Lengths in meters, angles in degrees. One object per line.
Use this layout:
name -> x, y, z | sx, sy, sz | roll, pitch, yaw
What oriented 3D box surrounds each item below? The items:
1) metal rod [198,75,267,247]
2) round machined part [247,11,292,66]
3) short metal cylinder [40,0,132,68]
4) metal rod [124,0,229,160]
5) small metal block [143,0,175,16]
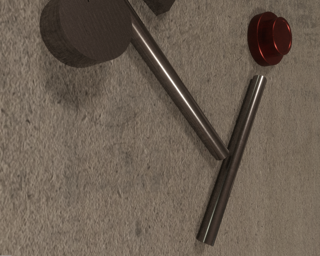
metal rod -> 0.124, 0.042, 0.511 | 0.025, 0.025, 0.300 | 36, 68, -35
round machined part -> 0.208, -0.165, 0.571 | 0.099, 0.042, 0.097 | 0, 90, -40
short metal cylinder -> -0.077, -0.107, 0.325 | 0.081, 0.050, 0.079 | 0, 90, -40
metal rod -> 0.016, -0.062, 0.419 | 0.300, 0.025, 0.025 | 52, 60, -28
small metal block -> -0.002, -0.186, 0.405 | 0.050, 0.025, 0.050 | 42, 65, -32
